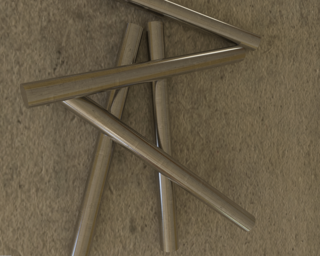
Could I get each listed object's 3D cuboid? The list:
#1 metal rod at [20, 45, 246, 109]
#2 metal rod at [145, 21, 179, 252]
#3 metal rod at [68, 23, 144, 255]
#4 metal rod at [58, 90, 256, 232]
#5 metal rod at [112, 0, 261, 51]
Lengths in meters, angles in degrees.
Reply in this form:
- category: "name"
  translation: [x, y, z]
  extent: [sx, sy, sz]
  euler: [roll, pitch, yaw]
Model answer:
- category: "metal rod"
  translation: [-0.007, -0.070, 0.375]
  extent: [0.302, 0.025, 0.025]
  euler: [-18, 97, -32]
- category: "metal rod"
  translation: [0.003, 0.012, 0.411]
  extent: [0.025, 0.025, 0.298]
  euler: [-4, 92, -20]
- category: "metal rod"
  translation: [-0.066, 0.016, 0.385]
  extent: [0.025, 0.025, 0.298]
  euler: [15, 85, -20]
- category: "metal rod"
  translation: [0.007, 0.045, 0.384]
  extent: [0.301, 0.025, 0.025]
  euler: [37, 78, -17]
- category: "metal rod"
  translation: [0.004, -0.159, 0.411]
  extent: [0.302, 0.025, 0.025]
  euler: [13, 86, -20]
